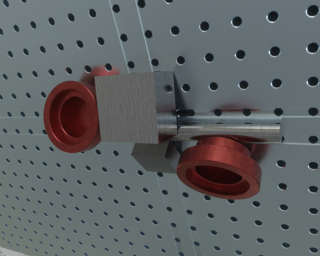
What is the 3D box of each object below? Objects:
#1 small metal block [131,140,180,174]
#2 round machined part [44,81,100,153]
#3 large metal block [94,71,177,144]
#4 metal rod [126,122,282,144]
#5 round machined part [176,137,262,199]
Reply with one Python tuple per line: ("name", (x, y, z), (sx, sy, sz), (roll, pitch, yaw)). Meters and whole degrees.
("small metal block", (-0.003, 0.039, 0.425), (0.050, 0.025, 0.050), (1, 148, 28))
("round machined part", (-0.112, -0.015, 0.433), (0.098, 0.042, 0.097), (1, 93, 28))
("large metal block", (-0.028, -0.026, 0.379), (0.080, 0.050, 0.079), (1, 101, 27))
("metal rod", (0.002, 0.004, 0.414), (0.300, 0.025, 0.025), (1, 119, 27))
("round machined part", (0.072, 0.046, 0.375), (0.098, 0.042, 0.098), (14, 148, 9))
